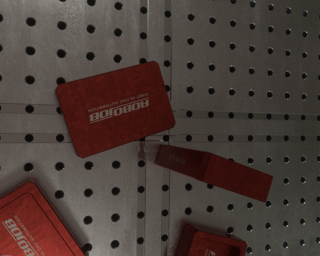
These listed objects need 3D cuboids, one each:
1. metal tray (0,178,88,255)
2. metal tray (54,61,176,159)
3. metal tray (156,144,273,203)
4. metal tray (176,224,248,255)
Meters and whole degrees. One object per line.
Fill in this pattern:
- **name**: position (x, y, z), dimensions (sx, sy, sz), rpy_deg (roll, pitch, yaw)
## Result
- **metal tray**: position (-0.151, 0.135, 0.354), dimensions (0.090, 0.030, 0.130), rpy_deg (-33, 101, -17)
- **metal tray**: position (-0.054, -0.025, 0.391), dimensions (0.131, 0.030, 0.089), rpy_deg (-19, 97, -19)
- **metal tray**: position (0.060, 0.052, 0.380), dimensions (0.091, 0.130, 0.030), rpy_deg (21, 83, -19)
- **metal tray**: position (0.062, 0.211, 0.434), dimensions (0.091, 0.030, 0.129), rpy_deg (20, 83, -19)
